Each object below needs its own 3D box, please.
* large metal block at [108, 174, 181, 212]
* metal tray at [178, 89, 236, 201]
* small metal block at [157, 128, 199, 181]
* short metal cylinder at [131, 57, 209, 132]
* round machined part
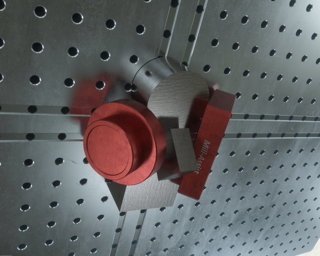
[{"bbox_3d":[-0.017,0.063,0.424,0.081,0.050,0.079,2,118,-30],"label":"large metal block"},{"bbox_3d":[0.064,0.021,0.419,0.030,0.090,0.129,20,115,10],"label":"metal tray"},{"bbox_3d":[0.016,0.032,0.368,0.025,0.050,0.050,-2,162,-31],"label":"small metal block"},{"bbox_3d":[0.012,-0.040,0.376,0.081,0.050,0.079,-14,124,-21],"label":"short metal cylinder"},{"bbox_3d":[-0.046,0.019,0.345,0.042,0.098,0.097,-26,137,-56],"label":"round machined part"}]
